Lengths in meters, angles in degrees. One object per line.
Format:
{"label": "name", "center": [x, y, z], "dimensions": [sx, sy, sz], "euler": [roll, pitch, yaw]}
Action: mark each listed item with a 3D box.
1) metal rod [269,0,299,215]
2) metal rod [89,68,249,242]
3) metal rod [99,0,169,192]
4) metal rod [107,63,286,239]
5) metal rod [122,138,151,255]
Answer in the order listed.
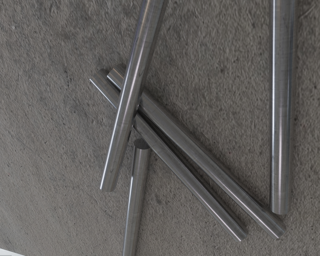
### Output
{"label": "metal rod", "center": [0.126, -0.031, 0.320], "dimensions": [0.025, 0.025, 0.298], "euler": [4, 120, 26]}
{"label": "metal rod", "center": [0.016, 0.041, 0.423], "dimensions": [0.300, 0.025, 0.025], "euler": [48, 129, -6]}
{"label": "metal rod", "center": [-0.040, -0.025, 0.378], "dimensions": [0.025, 0.025, 0.298], "euler": [28, 128, 11]}
{"label": "metal rod", "center": [0.049, 0.032, 0.400], "dimensions": [0.300, 0.025, 0.025], "euler": [44, 129, -3]}
{"label": "metal rod", "center": [-0.044, 0.143, 0.518], "dimensions": [0.025, 0.025, 0.298], "euler": [21, 126, 16]}
